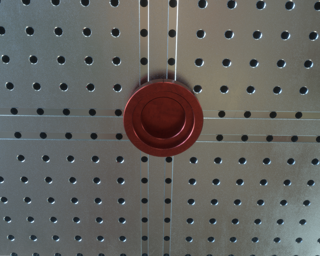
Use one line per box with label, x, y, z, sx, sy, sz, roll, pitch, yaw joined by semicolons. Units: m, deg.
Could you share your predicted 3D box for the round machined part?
round machined part;0.004;-0.016;0.399;0.099;0.042;0.097;0;110;0
